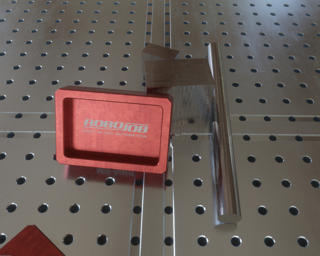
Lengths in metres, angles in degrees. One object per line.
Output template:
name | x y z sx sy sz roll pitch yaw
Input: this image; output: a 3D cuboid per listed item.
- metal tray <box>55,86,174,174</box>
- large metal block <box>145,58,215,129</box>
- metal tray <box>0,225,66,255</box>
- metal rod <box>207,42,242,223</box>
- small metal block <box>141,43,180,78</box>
metal tray | -0.053 0.001 0.363 0.131 0.089 0.030 5 15 4
large metal block | 0.022 -0.043 0.408 0.081 0.080 0.050 -3 50 -3
metal tray | -0.106 0.160 0.269 0.130 0.030 0.090 33 57 24
metal rod | 0.082 -0.019 0.424 0.025 0.025 0.300 3 50 2
small metal block | 0.001 -0.096 0.472 0.050 0.050 0.025 20 53 15
